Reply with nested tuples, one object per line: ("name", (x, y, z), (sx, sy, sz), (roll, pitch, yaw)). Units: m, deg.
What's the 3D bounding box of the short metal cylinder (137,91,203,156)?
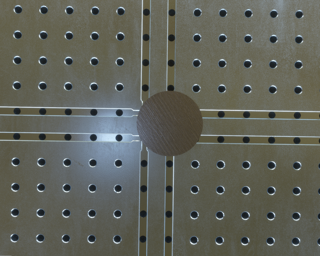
("short metal cylinder", (0.012, -0.006, 0.401), (0.080, 0.050, 0.080), (0, 90, 0))
